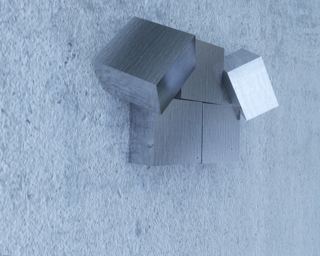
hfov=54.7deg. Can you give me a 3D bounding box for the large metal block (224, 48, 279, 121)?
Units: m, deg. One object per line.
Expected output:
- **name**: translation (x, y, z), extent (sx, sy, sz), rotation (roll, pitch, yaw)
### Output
- **large metal block**: translation (0.129, -0.069, 0.473), extent (0.050, 0.080, 0.080), rotation (-26, 112, 6)

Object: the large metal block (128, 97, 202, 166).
- **large metal block**: translation (0.008, 0.005, 0.398), extent (0.081, 0.050, 0.079), rotation (2, 89, -40)

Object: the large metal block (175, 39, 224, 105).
- **large metal block**: translation (0.042, -0.075, 0.428), extent (0.081, 0.050, 0.080), rotation (4, 88, -40)

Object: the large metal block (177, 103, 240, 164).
- **large metal block**: translation (0.071, 0.008, 0.449), extent (0.081, 0.050, 0.079), rotation (2, 89, -40)

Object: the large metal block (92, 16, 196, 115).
- **large metal block**: translation (-0.014, -0.072, 0.351), extent (0.080, 0.080, 0.050), rotation (-55, 157, -26)
